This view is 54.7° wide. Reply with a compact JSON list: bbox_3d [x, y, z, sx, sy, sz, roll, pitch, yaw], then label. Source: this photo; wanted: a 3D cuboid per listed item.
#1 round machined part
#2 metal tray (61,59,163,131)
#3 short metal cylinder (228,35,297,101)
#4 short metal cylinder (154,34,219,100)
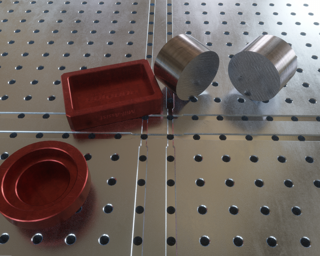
[{"bbox_3d":[-0.126,0.065,0.341,0.099,0.042,0.098,0,50,0],"label":"round machined part"},{"bbox_3d":[-0.070,-0.051,0.446,0.131,0.030,0.090,-13,51,-11],"label":"metal tray"},{"bbox_3d":[0.146,-0.085,0.444,0.080,0.080,0.050,34,58,25],"label":"short metal cylinder"},{"bbox_3d":[0.038,-0.087,0.445,0.081,0.080,0.050,-31,57,-23],"label":"short metal cylinder"}]
